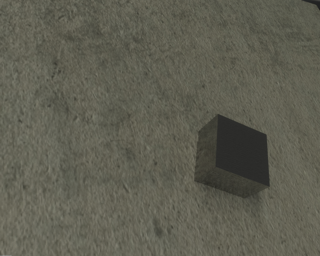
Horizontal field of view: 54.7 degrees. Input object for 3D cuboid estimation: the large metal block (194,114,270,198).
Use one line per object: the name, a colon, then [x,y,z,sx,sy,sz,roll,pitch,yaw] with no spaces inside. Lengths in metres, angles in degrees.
large metal block: [0.097,0.039,0.418,0.080,0.050,0.080,21,54,-16]
